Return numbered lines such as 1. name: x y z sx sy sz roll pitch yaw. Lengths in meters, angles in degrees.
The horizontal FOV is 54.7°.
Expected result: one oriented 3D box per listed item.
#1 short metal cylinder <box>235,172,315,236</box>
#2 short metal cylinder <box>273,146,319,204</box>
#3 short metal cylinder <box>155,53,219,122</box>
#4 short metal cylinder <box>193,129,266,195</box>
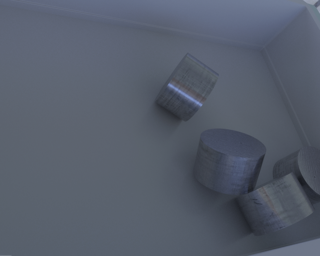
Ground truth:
1. short metal cylinder: 0.143 0.095 0.391 0.081 0.080 0.050 -15 72 -34
2. short metal cylinder: 0.220 0.074 0.466 0.081 0.050 0.080 14 56 -21
3. short metal cylinder: 0.036 -0.056 0.425 0.050 0.080 0.080 34 51 -7
4. short metal cylinder: 0.086 0.040 0.389 0.081 0.050 0.080 7 22 -3
